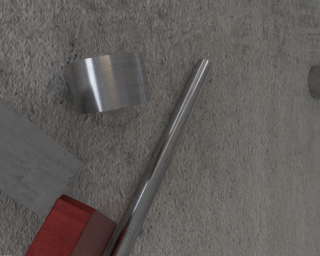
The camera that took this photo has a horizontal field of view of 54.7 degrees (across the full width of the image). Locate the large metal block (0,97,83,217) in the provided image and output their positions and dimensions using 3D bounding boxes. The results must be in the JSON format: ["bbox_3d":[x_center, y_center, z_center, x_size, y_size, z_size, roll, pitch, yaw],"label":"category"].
[{"bbox_3d":[-0.124,0.025,0.258,0.080,0.080,0.050,45,63,-22],"label":"large metal block"}]

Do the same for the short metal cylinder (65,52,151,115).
[{"bbox_3d":[-0.053,-0.047,0.324,0.081,0.080,0.050,-17,101,-39],"label":"short metal cylinder"}]

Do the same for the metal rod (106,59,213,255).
[{"bbox_3d":[0.006,0.033,0.409,0.025,0.025,0.300,39,66,-33],"label":"metal rod"}]

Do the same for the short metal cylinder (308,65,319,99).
[{"bbox_3d":[0.382,-0.107,0.707,0.081,0.050,0.080,0,90,-40],"label":"short metal cylinder"}]

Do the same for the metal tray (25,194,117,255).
[{"bbox_3d":[-0.081,0.117,0.280,0.130,0.030,0.090,89,26,-68],"label":"metal tray"}]
